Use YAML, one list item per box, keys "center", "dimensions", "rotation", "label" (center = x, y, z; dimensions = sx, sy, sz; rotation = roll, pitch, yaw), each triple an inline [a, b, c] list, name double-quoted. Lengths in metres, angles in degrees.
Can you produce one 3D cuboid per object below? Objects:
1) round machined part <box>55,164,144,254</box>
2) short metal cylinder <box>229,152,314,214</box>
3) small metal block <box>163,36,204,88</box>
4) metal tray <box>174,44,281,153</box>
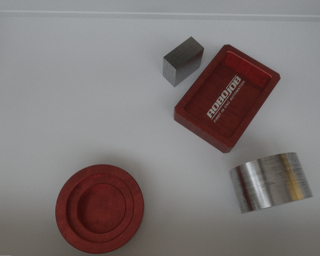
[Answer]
- center: [-0.068, 0.095, 0.365]
  dimensions: [0.099, 0.042, 0.098]
  rotation: [0, 70, -1]
  label: "round machined part"
- center: [0.126, 0.065, 0.358]
  dimensions: [0.081, 0.080, 0.050]
  rotation: [-12, 71, -5]
  label: "short metal cylinder"
- center: [0.031, -0.091, 0.430]
  dimensions: [0.050, 0.050, 0.025]
  rotation: [-39, 75, -13]
  label: "small metal block"
- center: [0.091, -0.042, 0.423]
  dimensions: [0.090, 0.030, 0.130]
  rotation: [35, 73, 11]
  label: "metal tray"
